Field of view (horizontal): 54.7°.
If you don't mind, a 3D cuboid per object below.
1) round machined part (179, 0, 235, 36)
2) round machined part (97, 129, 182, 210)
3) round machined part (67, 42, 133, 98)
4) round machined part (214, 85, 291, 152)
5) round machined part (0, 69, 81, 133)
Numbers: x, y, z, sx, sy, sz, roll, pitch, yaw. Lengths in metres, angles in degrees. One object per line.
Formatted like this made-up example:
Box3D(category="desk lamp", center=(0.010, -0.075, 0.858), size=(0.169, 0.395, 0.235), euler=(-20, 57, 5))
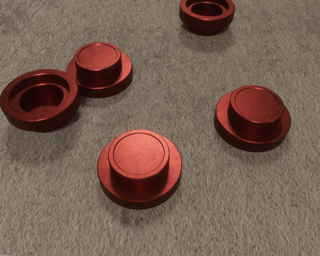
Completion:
Box3D(category="round machined part", center=(0.084, -0.205, 0.566), size=(0.099, 0.042, 0.098), euler=(0, 50, 0))
Box3D(category="round machined part", center=(-0.024, 0.040, 0.358), size=(0.099, 0.042, 0.098), euler=(0, 50, 0))
Box3D(category="round machined part", center=(-0.092, -0.094, 0.470), size=(0.099, 0.042, 0.098), euler=(0, 50, 0))
Box3D(category="round machined part", center=(0.124, -0.019, 0.410), size=(0.099, 0.042, 0.098), euler=(0, 50, 0))
Box3D(category="round machined part", center=(-0.156, -0.032, 0.417), size=(0.099, 0.042, 0.098), euler=(0, 50, 0))
